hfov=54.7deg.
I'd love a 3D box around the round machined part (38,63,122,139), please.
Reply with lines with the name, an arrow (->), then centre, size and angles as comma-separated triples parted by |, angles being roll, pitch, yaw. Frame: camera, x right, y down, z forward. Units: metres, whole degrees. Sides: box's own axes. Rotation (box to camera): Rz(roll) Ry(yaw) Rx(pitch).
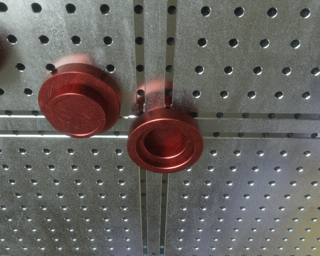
round machined part -> -0.098, -0.025, 0.377 | 0.099, 0.042, 0.097 | -1, 130, 0

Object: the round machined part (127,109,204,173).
round machined part -> 0.007, 0.013, 0.412 | 0.099, 0.042, 0.097 | -1, 130, 0
